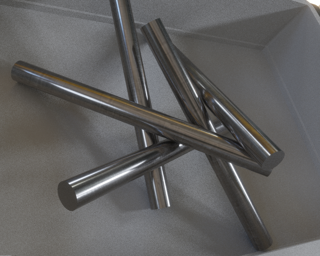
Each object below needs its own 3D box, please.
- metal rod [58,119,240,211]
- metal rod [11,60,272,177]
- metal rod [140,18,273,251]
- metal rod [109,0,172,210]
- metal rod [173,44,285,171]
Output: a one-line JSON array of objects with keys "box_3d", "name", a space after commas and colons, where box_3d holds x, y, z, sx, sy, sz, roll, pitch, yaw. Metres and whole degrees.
[{"box_3d": [0.019, 0.021, 0.359, 0.302, 0.025, 0.025, -19, 72, -49], "name": "metal rod"}, {"box_3d": [-0.024, -0.013, 0.341, 0.301, 0.025, 0.025, 21, 52, 7], "name": "metal rod"}, {"box_3d": [0.059, 0.015, 0.365, 0.025, 0.025, 0.299, -36, 102, -38], "name": "metal rod"}, {"box_3d": [-0.029, -0.055, 0.373, 0.025, 0.025, 0.298, -7, 81, -31], "name": "metal rod"}, {"box_3d": [0.045, -0.061, 0.389, 0.025, 0.025, 0.300, -2, 38, -29], "name": "metal rod"}]
